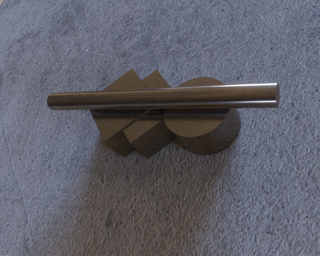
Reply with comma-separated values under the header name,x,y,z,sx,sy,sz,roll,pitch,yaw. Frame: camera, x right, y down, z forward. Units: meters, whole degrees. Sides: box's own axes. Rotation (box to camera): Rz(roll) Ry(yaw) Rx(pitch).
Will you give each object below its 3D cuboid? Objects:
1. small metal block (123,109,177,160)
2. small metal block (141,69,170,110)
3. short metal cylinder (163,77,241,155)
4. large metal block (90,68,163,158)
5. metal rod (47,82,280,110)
name,x,y,z,sx,sy,sz,roll,pitch,yaw
small metal block,-0.010,0.007,0.392,0.050,0.050,0.025,-36,52,4
small metal block,0.007,-0.042,0.412,0.025,0.050,0.050,-37,52,4
short metal cylinder,0.051,-0.014,0.370,0.080,0.050,0.080,-13,56,21
large metal block,-0.043,-0.021,0.423,0.080,0.050,0.080,-36,51,4
metal rod,-0.019,-0.035,0.370,0.300,0.025,0.025,1,62,28
